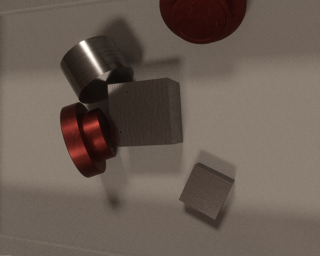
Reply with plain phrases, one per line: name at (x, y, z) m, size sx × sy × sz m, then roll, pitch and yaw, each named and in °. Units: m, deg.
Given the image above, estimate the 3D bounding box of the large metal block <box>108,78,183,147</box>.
large metal block at (-0.018, -0.018, 0.403) m, size 0.080 × 0.050 × 0.079 m, roll -4°, pitch 89°, yaw 19°

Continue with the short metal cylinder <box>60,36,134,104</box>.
short metal cylinder at (-0.082, -0.075, 0.409) m, size 0.080 × 0.080 × 0.050 m, roll -35°, pitch 79°, yaw 16°

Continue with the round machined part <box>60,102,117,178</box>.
round machined part at (-0.088, 0.012, 0.404) m, size 0.042 × 0.098 × 0.098 m, roll -19°, pitch 84°, yaw 1°

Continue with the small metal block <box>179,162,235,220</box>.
small metal block at (0.059, 0.078, 0.389) m, size 0.050 × 0.025 × 0.050 m, roll 26°, pitch 98°, yaw 17°

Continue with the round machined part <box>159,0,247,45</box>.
round machined part at (0.048, -0.135, 0.353) m, size 0.098 × 0.098 × 0.042 m, roll -2°, pitch 52°, yaw 19°
